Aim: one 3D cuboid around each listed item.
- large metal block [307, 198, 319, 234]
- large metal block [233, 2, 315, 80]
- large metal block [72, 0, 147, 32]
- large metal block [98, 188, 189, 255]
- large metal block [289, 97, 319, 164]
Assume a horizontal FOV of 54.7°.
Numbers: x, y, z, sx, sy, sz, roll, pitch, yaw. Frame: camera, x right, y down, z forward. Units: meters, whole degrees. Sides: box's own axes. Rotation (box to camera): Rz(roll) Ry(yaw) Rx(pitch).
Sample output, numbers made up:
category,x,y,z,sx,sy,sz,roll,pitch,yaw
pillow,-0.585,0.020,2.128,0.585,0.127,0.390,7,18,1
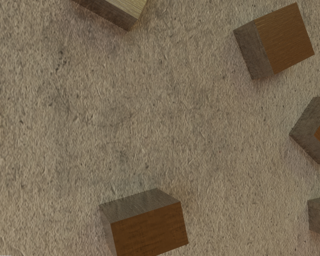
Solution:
category,x,y,z,sx,sy,sz,roll,pitch,yaw
large metal block,0.297,0.141,0.489,0.081,0.080,0.050,-5,92,-20
large metal block,0.167,-0.127,0.457,0.081,0.050,0.080,-27,99,-18
large metal block,-0.053,-0.179,0.376,0.080,0.050,0.080,25,82,-18
large metal block,-0.023,0.114,0.371,0.081,0.080,0.050,-13,95,-20
large metal block,0.269,0.005,0.494,0.080,0.050,0.080,41,77,-16
